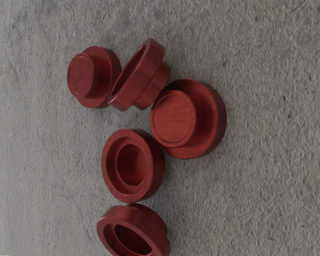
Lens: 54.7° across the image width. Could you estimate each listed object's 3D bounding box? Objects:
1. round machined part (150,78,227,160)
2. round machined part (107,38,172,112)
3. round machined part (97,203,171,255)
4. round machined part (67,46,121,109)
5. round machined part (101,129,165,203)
[{"bbox_3d":[0.026,-0.011,0.372,0.098,0.042,0.097,0,90,40],"label":"round machined part"},{"bbox_3d":[-0.022,-0.061,0.391,0.098,0.042,0.098,-48,21,25],"label":"round machined part"},{"bbox_3d":[-0.029,0.136,0.400,0.098,0.042,0.097,17,129,22],"label":"round machined part"},{"bbox_3d":[-0.108,-0.079,0.484,0.098,0.042,0.097,0,90,40],"label":"round machined part"},{"bbox_3d":[-0.032,0.050,0.421,0.098,0.042,0.097,0,90,40],"label":"round machined part"}]
